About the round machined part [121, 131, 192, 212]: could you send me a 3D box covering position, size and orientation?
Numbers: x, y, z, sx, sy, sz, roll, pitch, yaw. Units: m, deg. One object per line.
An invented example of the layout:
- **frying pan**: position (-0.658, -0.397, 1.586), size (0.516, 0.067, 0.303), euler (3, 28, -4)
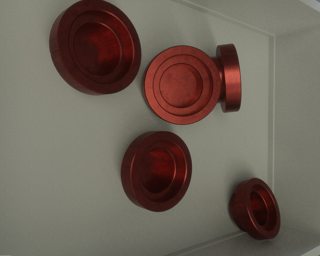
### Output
- **round machined part**: position (-0.009, 0.053, 0.390), size (0.099, 0.042, 0.097), euler (0, 90, -40)

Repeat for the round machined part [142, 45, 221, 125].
- **round machined part**: position (0.025, -0.055, 0.401), size (0.099, 0.042, 0.097), euler (-1, 97, -12)

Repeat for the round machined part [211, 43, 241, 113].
- **round machined part**: position (0.087, -0.070, 0.449), size (0.098, 0.042, 0.097), euler (-8, 92, -85)

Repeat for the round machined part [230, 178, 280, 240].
- **round machined part**: position (0.154, 0.135, 0.514), size (0.099, 0.042, 0.098), euler (24, 53, -36)

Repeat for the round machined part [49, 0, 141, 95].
- **round machined part**: position (-0.072, -0.084, 0.336), size (0.099, 0.042, 0.097), euler (0, 90, -40)
